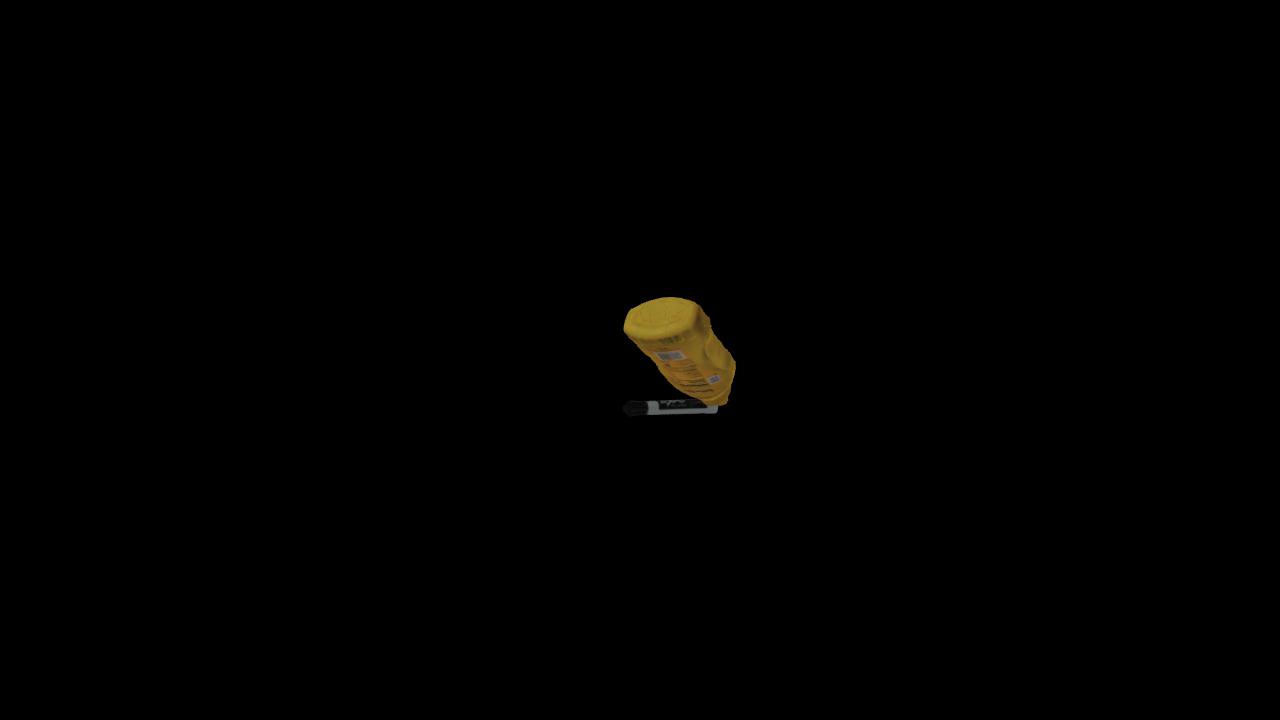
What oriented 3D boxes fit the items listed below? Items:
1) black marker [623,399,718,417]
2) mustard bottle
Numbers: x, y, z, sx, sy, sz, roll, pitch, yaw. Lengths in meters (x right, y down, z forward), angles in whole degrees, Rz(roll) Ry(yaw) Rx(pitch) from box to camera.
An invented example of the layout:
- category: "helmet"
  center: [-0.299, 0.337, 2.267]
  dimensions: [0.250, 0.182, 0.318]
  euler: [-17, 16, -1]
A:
- category: "black marker"
  center: [0.037, 0.057, 0.745]
  dimensions: [0.121, 0.020, 0.020]
  euler: [0, 0, -21]
- category: "mustard bottle"
  center: [0.061, 0.003, 0.708]
  dimensions: [0.092, 0.054, 0.184]
  euler: [-8, -36, 28]
